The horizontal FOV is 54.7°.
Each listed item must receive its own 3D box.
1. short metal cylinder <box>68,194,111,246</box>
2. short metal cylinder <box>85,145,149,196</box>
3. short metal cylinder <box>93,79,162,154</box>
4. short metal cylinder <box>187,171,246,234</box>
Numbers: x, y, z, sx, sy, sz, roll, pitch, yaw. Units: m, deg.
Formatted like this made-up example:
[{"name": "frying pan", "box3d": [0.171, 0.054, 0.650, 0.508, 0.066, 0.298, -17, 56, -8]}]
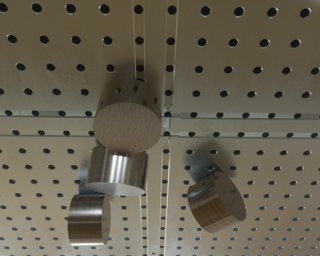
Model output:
[{"name": "short metal cylinder", "box3d": [-0.111, 0.147, 0.499, 0.050, 0.080, 0.079, -1, 130, 1]}, {"name": "short metal cylinder", "box3d": [-0.058, 0.060, 0.426, 0.080, 0.050, 0.080, 4, 157, 2]}, {"name": "short metal cylinder", "box3d": [-0.038, -0.014, 0.383, 0.081, 0.050, 0.079, -1, 130, 0]}, {"name": "short metal cylinder", "box3d": [0.087, 0.113, 0.474, 0.050, 0.080, 0.080, -35, 122, 26]}]
